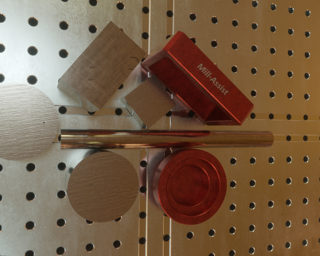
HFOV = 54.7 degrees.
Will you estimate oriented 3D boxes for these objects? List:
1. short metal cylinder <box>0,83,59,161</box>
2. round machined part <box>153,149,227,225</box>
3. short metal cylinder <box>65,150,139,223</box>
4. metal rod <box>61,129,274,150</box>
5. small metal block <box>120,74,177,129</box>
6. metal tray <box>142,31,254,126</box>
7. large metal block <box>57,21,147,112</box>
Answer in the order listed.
[{"bbox_3d":[-0.155,-0.006,0.341,0.081,0.050,0.080,0,90,-20],"label":"short metal cylinder"},{"bbox_3d":[0.037,0.076,0.417,0.099,0.042,0.097,0,90,-20],"label":"round machined part"},{"bbox_3d":[-0.071,0.066,0.373,0.081,0.050,0.080,0,90,-20],"label":"short metal cylinder"},{"bbox_3d":[0.024,0.015,0.421,0.302,0.025,0.025,1,90,-20],"label":"metal rod"},{"bbox_3d":[-0.016,-0.034,0.407,0.050,0.025,0.050,-41,103,-15],"label":"small metal block"},{"bbox_3d":[0.045,-0.056,0.394,0.130,0.090,0.030,42,77,-15],"label":"metal tray"},{"bbox_3d":[-0.070,-0.066,0.357,0.050,0.080,0.080,41,77,-16],"label":"large metal block"}]
